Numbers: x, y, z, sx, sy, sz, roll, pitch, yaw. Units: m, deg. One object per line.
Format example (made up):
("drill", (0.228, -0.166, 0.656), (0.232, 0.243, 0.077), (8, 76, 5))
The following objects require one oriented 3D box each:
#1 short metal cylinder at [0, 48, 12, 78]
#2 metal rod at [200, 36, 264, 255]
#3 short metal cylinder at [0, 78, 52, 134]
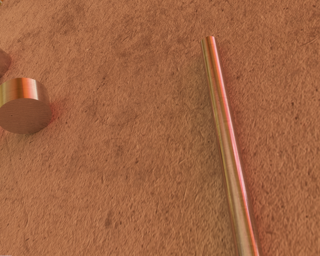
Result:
("short metal cylinder", (-0.373, -0.143, 0.671), (0.080, 0.050, 0.080), (-13, 56, 21))
("metal rod", (0.077, 0.005, 0.360), (0.025, 0.025, 0.299), (-16, 55, 19))
("short metal cylinder", (-0.222, -0.035, 0.507), (0.080, 0.080, 0.050), (-31, 52, 8))
